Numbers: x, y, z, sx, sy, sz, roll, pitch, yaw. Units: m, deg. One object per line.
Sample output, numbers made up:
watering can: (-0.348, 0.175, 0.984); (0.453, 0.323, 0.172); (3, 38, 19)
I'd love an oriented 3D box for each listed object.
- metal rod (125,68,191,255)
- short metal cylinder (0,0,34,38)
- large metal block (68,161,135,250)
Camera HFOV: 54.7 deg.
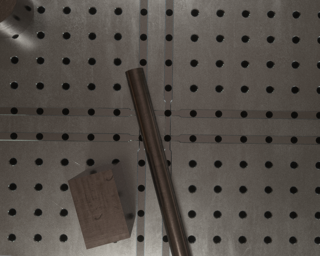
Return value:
metal rod: (0.003, 0.068, 0.413); (0.025, 0.025, 0.298); (-14, 90, 0)
short metal cylinder: (-0.213, -0.162, 0.398); (0.081, 0.050, 0.079); (0, 90, -1)
large metal block: (-0.068, 0.090, 0.385); (0.050, 0.080, 0.080); (-15, 90, 0)
